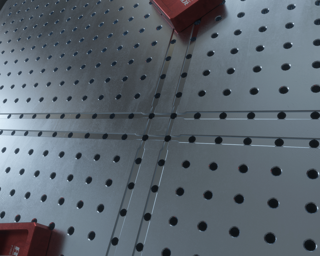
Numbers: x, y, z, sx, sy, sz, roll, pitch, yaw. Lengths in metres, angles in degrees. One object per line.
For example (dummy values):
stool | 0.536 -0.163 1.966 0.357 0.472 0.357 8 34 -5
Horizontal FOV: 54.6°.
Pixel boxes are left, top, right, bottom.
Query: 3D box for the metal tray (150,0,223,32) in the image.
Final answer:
metal tray | 0.035 -0.229 0.527 0.090 0.030 0.130 -34 51 5

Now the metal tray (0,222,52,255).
metal tray | -0.197 0.189 0.393 0.090 0.030 0.130 -9 58 23
